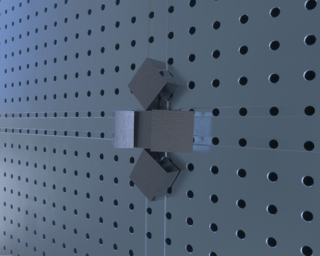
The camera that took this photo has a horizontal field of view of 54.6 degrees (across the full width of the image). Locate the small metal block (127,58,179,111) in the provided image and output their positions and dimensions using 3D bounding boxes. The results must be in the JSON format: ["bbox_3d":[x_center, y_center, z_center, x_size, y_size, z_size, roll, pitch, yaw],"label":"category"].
[{"bbox_3d":[-0.010,-0.058,0.419,0.050,0.025,0.050,-51,59,27],"label":"small metal block"}]

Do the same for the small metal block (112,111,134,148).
[{"bbox_3d":[-0.053,0.001,0.438,0.050,0.025,0.050,-170,81,-76],"label":"small metal block"}]

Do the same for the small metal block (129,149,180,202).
[{"bbox_3d":[-0.009,0.062,0.417,0.050,0.025,0.050,42,116,33],"label":"small metal block"}]

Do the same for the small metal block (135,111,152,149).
[{"bbox_3d":[-0.010,0.002,0.418,0.050,0.025,0.050,2,90,40],"label":"small metal block"}]

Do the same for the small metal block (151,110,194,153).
[{"bbox_3d":[0.015,0.004,0.380,0.050,0.025,0.050,2,92,-1],"label":"small metal block"}]
